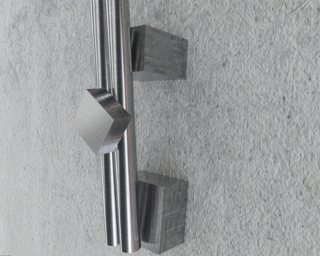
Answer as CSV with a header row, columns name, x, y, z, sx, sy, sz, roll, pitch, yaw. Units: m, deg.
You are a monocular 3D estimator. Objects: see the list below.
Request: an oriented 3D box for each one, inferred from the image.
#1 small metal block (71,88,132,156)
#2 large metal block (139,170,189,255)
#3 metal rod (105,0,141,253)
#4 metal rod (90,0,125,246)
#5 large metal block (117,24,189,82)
name,x,y,z,sx,sy,sz,roll,pitch,yaw
small metal block,-0.063,-0.007,0.331,0.050,0.025,0.050,46,123,24
large metal block,-0.013,0.103,0.400,0.080,0.050,0.079,6,94,39
metal rod,-0.040,-0.007,0.345,0.025,0.025,0.298,4,100,40
metal rod,-0.060,-0.009,0.361,0.025,0.025,0.298,4,100,40
large metal block,-0.021,-0.089,0.389,0.080,0.081,0.050,5,93,40
